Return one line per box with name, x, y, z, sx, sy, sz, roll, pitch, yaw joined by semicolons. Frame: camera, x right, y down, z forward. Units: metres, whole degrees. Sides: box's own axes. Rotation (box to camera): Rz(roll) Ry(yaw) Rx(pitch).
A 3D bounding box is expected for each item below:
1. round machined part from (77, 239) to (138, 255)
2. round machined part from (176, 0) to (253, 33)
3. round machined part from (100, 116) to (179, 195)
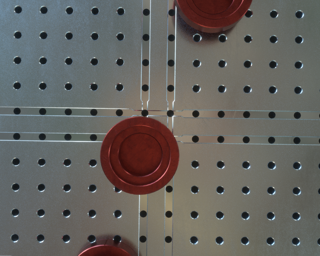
round machined part;-0.072;0.201;0.405;0.099;0.042;0.097;0;90;0
round machined part;0.068;-0.173;0.405;0.099;0.042;0.097;0;90;0
round machined part;-0.025;0.034;0.405;0.099;0.042;0.097;0;90;0
